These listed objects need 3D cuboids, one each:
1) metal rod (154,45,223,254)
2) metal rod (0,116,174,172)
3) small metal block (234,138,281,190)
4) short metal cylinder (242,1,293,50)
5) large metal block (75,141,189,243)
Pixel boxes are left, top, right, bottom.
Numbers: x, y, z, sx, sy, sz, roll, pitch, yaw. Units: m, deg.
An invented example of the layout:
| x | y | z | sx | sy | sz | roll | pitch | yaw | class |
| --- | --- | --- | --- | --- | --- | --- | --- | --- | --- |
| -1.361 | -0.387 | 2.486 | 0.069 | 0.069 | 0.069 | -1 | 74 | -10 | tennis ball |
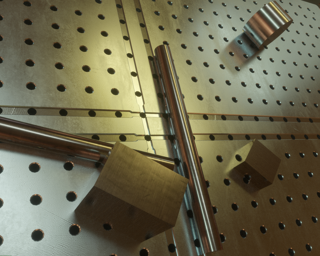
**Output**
| x | y | z | sx | sy | sz | roll | pitch | yaw | class |
| --- | --- | --- | --- | --- | --- | --- | --- | --- | --- |
| 0.032 | 0.010 | 0.418 | 0.025 | 0.025 | 0.299 | 2 | 61 | -27 | metal rod |
| -0.125 | 0.012 | 0.333 | 0.302 | 0.025 | 0.025 | 15 | 56 | -20 | metal rod |
| 0.143 | 0.052 | 0.453 | 0.050 | 0.025 | 0.050 | 40 | 51 | -1 | small metal block |
| 0.211 | -0.201 | 0.609 | 0.081 | 0.080 | 0.050 | -30 | 79 | -38 | short metal cylinder |
| -0.030 | 0.068 | 0.315 | 0.080 | 0.080 | 0.050 | 30 | 52 | -10 | large metal block |
